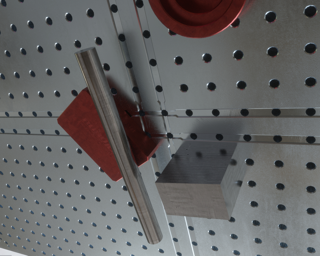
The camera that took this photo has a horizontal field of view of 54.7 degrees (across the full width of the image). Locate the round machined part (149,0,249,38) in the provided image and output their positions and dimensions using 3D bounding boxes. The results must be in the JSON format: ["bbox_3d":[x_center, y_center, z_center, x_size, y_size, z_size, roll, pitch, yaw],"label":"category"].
[{"bbox_3d":[0.039,-0.139,0.293,0.098,0.042,0.097,13,124,21],"label":"round machined part"}]

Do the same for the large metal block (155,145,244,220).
[{"bbox_3d":[0.053,0.065,0.387,0.080,0.080,0.050,-4,116,30],"label":"large metal block"}]

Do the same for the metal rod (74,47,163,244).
[{"bbox_3d":[-0.047,0.040,0.419,0.025,0.025,0.298,-3,118,29],"label":"metal rod"}]

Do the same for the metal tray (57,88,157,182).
[{"bbox_3d":[-0.079,0.009,0.453,0.130,0.030,0.090,48,128,-6],"label":"metal tray"}]
